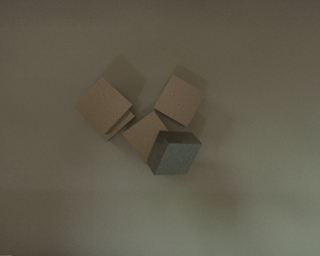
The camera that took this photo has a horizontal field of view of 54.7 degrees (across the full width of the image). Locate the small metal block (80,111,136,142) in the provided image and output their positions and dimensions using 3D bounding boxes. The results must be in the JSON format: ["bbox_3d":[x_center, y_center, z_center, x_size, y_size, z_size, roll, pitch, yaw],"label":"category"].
[{"bbox_3d":[-0.068,-0.017,0.411,0.050,0.025,0.050,-42,91,0],"label":"small metal block"}]

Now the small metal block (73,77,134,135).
[{"bbox_3d":[-0.069,-0.027,0.386,0.050,0.025,0.050,43,89,0],"label":"small metal block"}]

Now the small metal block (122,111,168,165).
[{"bbox_3d":[-0.014,0.012,0.411,0.050,0.025,0.050,-36,90,0],"label":"small metal block"}]

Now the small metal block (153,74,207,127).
[{"bbox_3d":[0.026,-0.035,0.412,0.050,0.025,0.050,30,90,-1],"label":"small metal block"}]

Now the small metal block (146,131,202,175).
[{"bbox_3d":[0.017,0.032,0.390,0.050,0.025,0.050,4,123,-33],"label":"small metal block"}]
